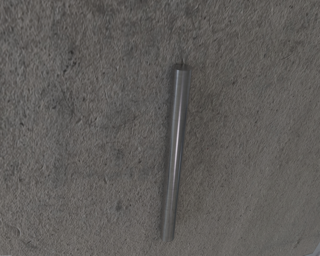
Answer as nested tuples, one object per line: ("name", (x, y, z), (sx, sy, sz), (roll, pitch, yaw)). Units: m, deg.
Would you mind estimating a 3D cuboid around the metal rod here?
("metal rod", (0.020, 0.055, 0.450), (0.025, 0.025, 0.298), (-11, 123, -23))
